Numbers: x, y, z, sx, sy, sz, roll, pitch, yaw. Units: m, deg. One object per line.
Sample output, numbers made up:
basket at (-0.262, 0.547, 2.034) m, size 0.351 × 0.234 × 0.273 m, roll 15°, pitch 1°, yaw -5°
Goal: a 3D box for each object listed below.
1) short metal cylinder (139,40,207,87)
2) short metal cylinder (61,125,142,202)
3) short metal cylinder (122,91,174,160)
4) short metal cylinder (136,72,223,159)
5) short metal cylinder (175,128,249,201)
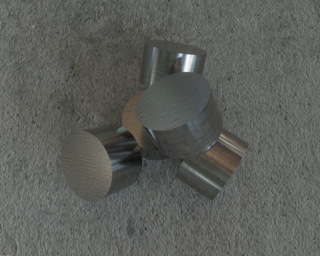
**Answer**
short metal cylinder at (0.016, -0.081, 0.403) m, size 0.080 × 0.080 × 0.050 m, roll 13°, pitch 114°, yaw 4°
short metal cylinder at (-0.068, 0.039, 0.360) m, size 0.080 × 0.050 × 0.079 m, roll 7°, pitch 102°, yaw 34°
short metal cylinder at (-0.006, -0.003, 0.397) m, size 0.081 × 0.050 × 0.080 m, roll 0°, pitch 70°, yaw -1°
short metal cylinder at (0.021, -0.014, 0.330) m, size 0.080 × 0.050 × 0.080 m, roll -15°, pitch 46°, yaw 17°
short metal cylinder at (0.061, 0.038, 0.366) m, size 0.050 × 0.080 × 0.080 m, roll 33°, pitch 73°, yaw 11°
